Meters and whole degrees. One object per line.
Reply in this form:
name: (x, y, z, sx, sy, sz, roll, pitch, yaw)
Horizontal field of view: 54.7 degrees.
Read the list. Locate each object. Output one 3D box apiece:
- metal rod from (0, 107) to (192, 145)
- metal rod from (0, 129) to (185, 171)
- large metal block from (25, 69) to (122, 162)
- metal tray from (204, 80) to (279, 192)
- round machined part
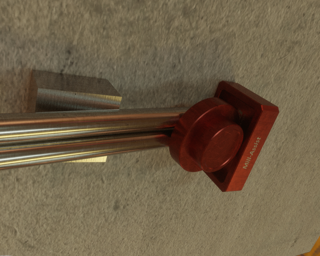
metal rod: (-0.024, -0.009, 0.333, 0.302, 0.025, 0.025, -5, 122, -41)
metal rod: (-0.032, 0.015, 0.343, 0.302, 0.025, 0.025, -5, 122, -41)
large metal block: (-0.095, -0.011, 0.330, 0.081, 0.050, 0.079, 3, 117, -30)
metal tray: (0.097, 0.011, 0.427, 0.030, 0.090, 0.129, 4, 117, -31)
round machined part: (0.063, 0.015, 0.380, 0.099, 0.042, 0.097, -23, 133, -27)
